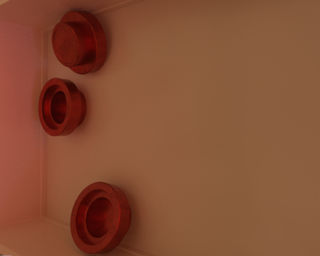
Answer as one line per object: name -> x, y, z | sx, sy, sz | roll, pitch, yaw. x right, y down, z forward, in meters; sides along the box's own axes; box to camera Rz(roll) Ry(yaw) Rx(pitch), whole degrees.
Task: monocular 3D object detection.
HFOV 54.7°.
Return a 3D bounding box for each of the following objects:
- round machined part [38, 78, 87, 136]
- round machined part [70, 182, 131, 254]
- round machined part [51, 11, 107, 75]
round machined part -> -0.164, -0.035, 0.531 | 0.098, 0.042, 0.097 | 0, 90, 40
round machined part -> -0.081, 0.131, 0.451 | 0.098, 0.042, 0.098 | -15, 63, 32
round machined part -> -0.133, -0.133, 0.489 | 0.098, 0.042, 0.097 | 16, 117, 35
